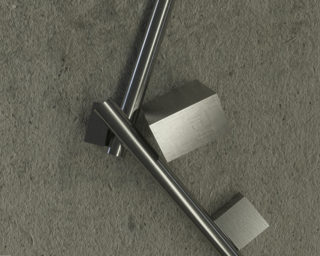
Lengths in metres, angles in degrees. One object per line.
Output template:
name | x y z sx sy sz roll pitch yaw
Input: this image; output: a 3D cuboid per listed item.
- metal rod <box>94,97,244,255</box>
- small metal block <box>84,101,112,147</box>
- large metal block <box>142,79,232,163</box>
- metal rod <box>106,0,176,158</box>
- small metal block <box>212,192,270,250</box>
metal rod | 0.027 0.086 0.383 0.025 0.025 0.300 -39 101 0
small metal block | -0.072 -0.004 0.396 0.025 0.050 0.050 14 90 4
large metal block | 0.028 -0.013 0.377 0.080 0.080 0.050 -26 112 -1
metal rod | -0.011 -0.108 0.399 0.025 0.025 0.299 18 86 -1
small metal block | 0.106 0.123 0.412 0.050 0.025 0.050 -39 91 0
